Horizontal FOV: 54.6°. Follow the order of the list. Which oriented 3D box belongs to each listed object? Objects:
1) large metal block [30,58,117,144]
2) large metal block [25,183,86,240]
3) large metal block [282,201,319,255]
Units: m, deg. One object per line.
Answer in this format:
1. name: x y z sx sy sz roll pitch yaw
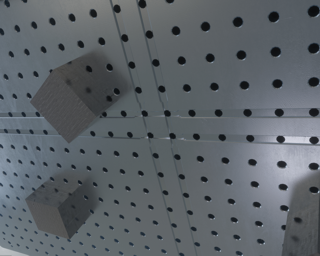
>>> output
1. large metal block: -0.122 -0.037 0.437 0.080 0.050 0.080 49 129 -6
2. large metal block: -0.201 0.160 0.601 0.080 0.050 0.080 6 121 25
3. large metal block: 0.195 0.149 0.365 0.080 0.080 0.050 42 129 -1
